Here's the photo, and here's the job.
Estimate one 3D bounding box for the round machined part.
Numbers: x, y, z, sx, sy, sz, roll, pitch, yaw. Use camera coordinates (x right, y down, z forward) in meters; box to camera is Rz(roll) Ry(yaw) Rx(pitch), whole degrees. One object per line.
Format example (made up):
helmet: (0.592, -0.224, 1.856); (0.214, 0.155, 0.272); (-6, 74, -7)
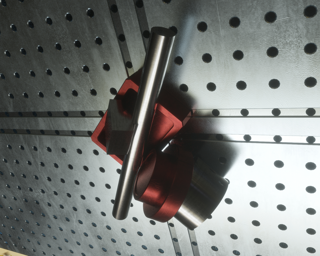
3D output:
round machined part: (-0.001, 0.064, 0.389); (0.042, 0.098, 0.097); (24, 130, -14)

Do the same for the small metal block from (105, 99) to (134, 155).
small metal block: (-0.053, -0.001, 0.393); (0.025, 0.050, 0.050); (2, 140, -18)

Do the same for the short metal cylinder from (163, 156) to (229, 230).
short metal cylinder: (0.043, 0.083, 0.402); (0.050, 0.080, 0.080); (40, 129, 1)

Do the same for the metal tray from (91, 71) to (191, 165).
metal tray: (-0.030, -0.001, 0.421); (0.090, 0.030, 0.129); (40, 129, 0)

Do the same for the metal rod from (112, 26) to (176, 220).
metal rod: (-0.030, 0.019, 0.398); (0.025, 0.025, 0.298); (25, 127, 12)
